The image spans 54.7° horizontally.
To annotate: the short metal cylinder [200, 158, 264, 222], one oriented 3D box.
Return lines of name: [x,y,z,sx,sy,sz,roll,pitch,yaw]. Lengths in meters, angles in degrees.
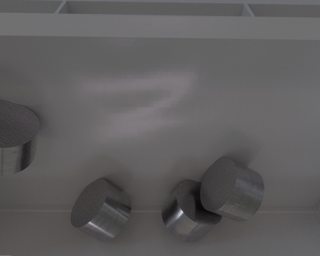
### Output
short metal cylinder: [0.103,0.089,0.450,0.050,0.080,0.080,25,126,-20]

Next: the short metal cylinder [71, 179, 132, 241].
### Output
short metal cylinder: [-0.091,0.126,0.480,0.080,0.080,0.050,-32,123,24]

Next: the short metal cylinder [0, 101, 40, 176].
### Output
short metal cylinder: [-0.194,0.012,0.381,0.081,0.080,0.050,15,128,-13]

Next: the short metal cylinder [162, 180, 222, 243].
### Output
short metal cylinder: [0.050,0.129,0.483,0.080,0.080,0.050,19,127,-16]
